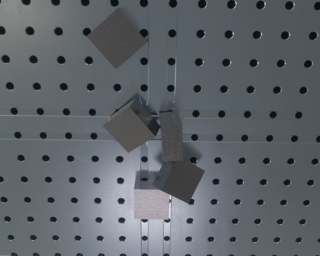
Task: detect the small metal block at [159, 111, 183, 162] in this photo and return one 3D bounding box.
[{"bbox_3d":[0.014,0.010,0.403,0.025,0.050,0.050,-3,110,-2],"label":"small metal block"}]

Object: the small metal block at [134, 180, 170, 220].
[{"bbox_3d":[-0.012,0.105,0.452,0.050,0.025,0.050,1,110,-1],"label":"small metal block"}]

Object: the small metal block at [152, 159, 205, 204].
[{"bbox_3d":[0.026,0.068,0.421,0.050,0.025,0.050,32,82,-29],"label":"small metal block"}]

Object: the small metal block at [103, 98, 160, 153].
[{"bbox_3d":[-0.037,-0.003,0.404,0.050,0.025,0.050,-32,108,30],"label":"small metal block"}]

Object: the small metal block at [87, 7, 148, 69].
[{"bbox_3d":[-0.050,-0.108,0.373,0.050,0.025,0.050,-38,106,13],"label":"small metal block"}]
